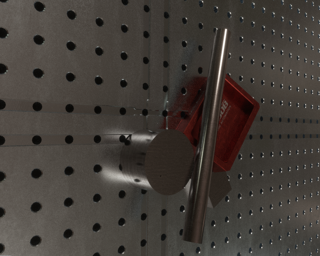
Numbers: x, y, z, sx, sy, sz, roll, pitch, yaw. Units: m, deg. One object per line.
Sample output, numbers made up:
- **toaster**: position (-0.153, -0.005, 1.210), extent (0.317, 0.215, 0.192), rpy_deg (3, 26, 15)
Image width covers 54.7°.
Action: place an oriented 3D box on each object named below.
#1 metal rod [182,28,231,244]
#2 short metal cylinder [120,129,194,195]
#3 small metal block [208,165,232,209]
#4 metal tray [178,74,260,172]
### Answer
- **metal rod**: position (0.067, -0.002, 0.421), extent (0.025, 0.025, 0.299), rpy_deg (25, 68, -38)
- **short metal cylinder**: position (-0.003, 0.041, 0.393), extent (0.081, 0.050, 0.079), rpy_deg (0, 90, -40)
- **small metal block**: position (0.080, 0.087, 0.479), extent (0.050, 0.025, 0.050), rpy_deg (-35, 112, -35)
- **metal tray**: position (0.088, -0.010, 0.465), extent (0.090, 0.030, 0.130), rpy_deg (39, 65, -15)
